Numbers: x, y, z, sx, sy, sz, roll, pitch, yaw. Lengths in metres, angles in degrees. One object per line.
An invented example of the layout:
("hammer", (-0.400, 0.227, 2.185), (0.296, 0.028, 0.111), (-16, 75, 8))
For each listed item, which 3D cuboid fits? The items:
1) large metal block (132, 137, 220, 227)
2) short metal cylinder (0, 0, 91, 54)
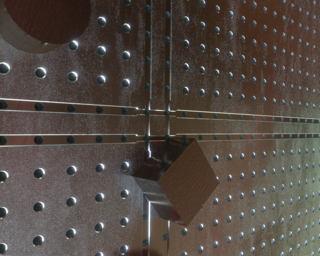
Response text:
("large metal block", (0.024, 0.069, 0.413), (0.080, 0.050, 0.080), (-45, 117, -31))
("short metal cylinder", (-0.115, -0.116, 0.296), (0.081, 0.050, 0.079), (0, 90, -40))
